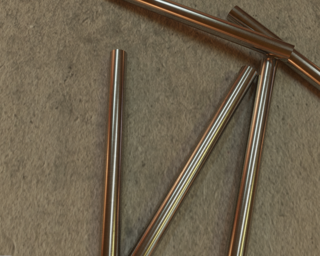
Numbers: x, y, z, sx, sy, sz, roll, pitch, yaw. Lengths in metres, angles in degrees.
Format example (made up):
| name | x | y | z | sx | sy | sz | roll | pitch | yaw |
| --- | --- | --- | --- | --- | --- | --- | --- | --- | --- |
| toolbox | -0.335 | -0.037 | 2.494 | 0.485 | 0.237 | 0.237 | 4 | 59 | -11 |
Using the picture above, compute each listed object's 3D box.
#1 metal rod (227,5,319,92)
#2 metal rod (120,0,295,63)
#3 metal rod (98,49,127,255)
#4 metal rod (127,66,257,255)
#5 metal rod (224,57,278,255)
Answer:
| name | x | y | z | sx | sy | sz | roll | pitch | yaw |
| --- | --- | --- | --- | --- | --- | --- | --- | --- | --- |
| metal rod | 0.216 | -0.076 | 0.438 | 0.025 | 0.025 | 0.300 | -43 | 76 | -14 |
| metal rod | 0.046 | -0.163 | 0.457 | 0.301 | 0.025 | 0.025 | 25 | 72 | 13 |
| metal rod | -0.058 | 0.034 | 0.394 | 0.025 | 0.025 | 0.299 | 0 | 70 | -1 |
| metal rod | 0.047 | 0.040 | 0.394 | 0.025 | 0.025 | 0.300 | 30 | 72 | 10 |
| metal rod | 0.117 | 0.041 | 0.394 | 0.025 | 0.025 | 0.299 | 14 | 70 | 5 |
